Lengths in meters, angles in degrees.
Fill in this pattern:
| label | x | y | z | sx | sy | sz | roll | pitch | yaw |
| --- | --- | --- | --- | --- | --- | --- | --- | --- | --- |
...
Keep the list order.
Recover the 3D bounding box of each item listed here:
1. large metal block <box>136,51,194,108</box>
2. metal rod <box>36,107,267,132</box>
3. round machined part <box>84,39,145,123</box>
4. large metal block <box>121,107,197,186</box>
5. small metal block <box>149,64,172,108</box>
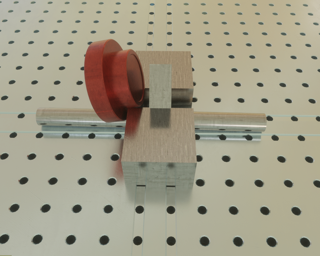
| label | x | y | z | sx | sy | sz | roll | pitch | yaw |
| --- | --- | --- | --- | --- | --- | --- | --- | --- | --- |
| large metal block | 0.004 | -0.066 | 0.447 | 0.081 | 0.050 | 0.080 | 1 | 50 | 0 |
| metal rod | -0.012 | -0.011 | 0.417 | 0.302 | 0.025 | 0.025 | 2 | 50 | 1 |
| round machined part | -0.048 | -0.057 | 0.370 | 0.042 | 0.098 | 0.098 | -6 | 49 | 14 |
| large metal block | 0.000 | 0.022 | 0.373 | 0.080 | 0.050 | 0.080 | 1 | 50 | 1 |
| small metal block | 0.001 | -0.050 | 0.376 | 0.025 | 0.050 | 0.050 | 1 | 6 | 0 |
